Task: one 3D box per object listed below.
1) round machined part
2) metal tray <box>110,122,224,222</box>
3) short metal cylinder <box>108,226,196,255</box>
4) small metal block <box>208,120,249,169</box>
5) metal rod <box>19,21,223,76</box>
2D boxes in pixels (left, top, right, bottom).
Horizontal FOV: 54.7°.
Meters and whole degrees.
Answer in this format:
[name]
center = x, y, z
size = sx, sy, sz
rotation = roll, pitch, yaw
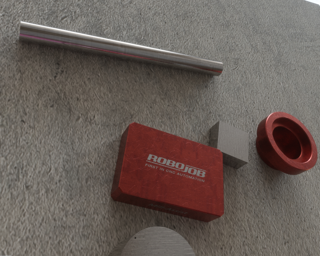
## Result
[round machined part]
center = 0.189, 0.027, 0.478
size = 0.099, 0.042, 0.098
rotation = 14, 56, -21
[metal tray]
center = 0.014, 0.054, 0.375
size = 0.131, 0.030, 0.090
rotation = 18, 55, -18
[short metal cylinder]
center = -0.010, 0.141, 0.297
size = 0.081, 0.050, 0.080
rotation = 14, 56, -21
[small metal block]
center = 0.097, 0.024, 0.441
size = 0.050, 0.025, 0.050
rotation = 23, 53, -15
[metal rod]
center = -0.038, -0.109, 0.449
size = 0.302, 0.025, 0.025
rotation = 4, 60, -26
